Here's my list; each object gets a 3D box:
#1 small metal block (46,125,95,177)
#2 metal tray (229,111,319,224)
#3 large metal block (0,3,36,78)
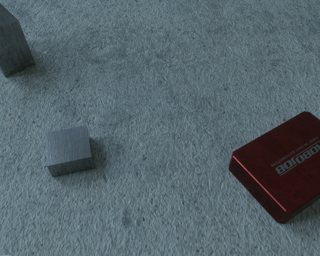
[{"bbox_3d":[-0.110,0.028,0.379,0.050,0.025,0.050,-11,51,-10],"label":"small metal block"},{"bbox_3d":[0.160,0.041,0.367,0.131,0.030,0.090,-26,55,-20],"label":"metal tray"},{"bbox_3d":[-0.248,-0.140,0.483,0.050,0.080,0.080,-34,58,-25],"label":"large metal block"}]
